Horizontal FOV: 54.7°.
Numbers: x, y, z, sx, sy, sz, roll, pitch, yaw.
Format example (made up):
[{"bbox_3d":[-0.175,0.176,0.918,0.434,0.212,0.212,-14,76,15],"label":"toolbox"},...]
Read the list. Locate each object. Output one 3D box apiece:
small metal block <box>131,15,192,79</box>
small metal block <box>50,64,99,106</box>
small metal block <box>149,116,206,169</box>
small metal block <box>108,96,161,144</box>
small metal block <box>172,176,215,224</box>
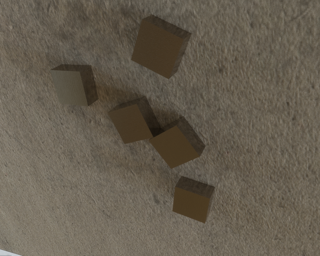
[{"bbox_3d":[0.001,-0.091,0.349,0.050,0.025,0.050,29,128,9],"label":"small metal block"},{"bbox_3d":[-0.118,-0.060,0.430,0.050,0.025,0.050,7,122,24],"label":"small metal block"},{"bbox_3d":[0.022,0.020,0.406,0.050,0.025,0.050,-29,103,37],"label":"small metal block"},{"bbox_3d":[-0.034,-0.010,0.417,0.050,0.025,0.050,-14,111,33],"label":"small metal block"},{"bbox_3d":[0.048,0.103,0.444,0.050,0.025,0.050,16,125,18],"label":"small metal block"}]
